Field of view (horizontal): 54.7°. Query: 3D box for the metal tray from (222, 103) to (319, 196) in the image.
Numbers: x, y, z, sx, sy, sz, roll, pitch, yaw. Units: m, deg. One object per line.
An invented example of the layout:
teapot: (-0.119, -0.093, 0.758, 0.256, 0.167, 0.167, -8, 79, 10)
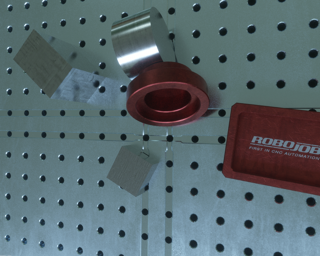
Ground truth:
metal tray: (0.145, 0.023, 0.358, 0.130, 0.030, 0.089, 9, 93, 19)

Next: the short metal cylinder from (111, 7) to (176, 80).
short metal cylinder: (-0.018, -0.104, 0.390, 0.050, 0.080, 0.080, -14, 86, 19)

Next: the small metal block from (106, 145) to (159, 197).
small metal block: (-0.037, 0.058, 0.426, 0.050, 0.025, 0.050, 30, 100, 17)

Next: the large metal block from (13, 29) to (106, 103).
large metal block: (-0.137, -0.083, 0.432, 0.080, 0.080, 0.050, 44, 104, 14)

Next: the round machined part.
round machined part: (0.009, -0.043, 0.377, 0.098, 0.098, 0.042, -14, 60, 19)
